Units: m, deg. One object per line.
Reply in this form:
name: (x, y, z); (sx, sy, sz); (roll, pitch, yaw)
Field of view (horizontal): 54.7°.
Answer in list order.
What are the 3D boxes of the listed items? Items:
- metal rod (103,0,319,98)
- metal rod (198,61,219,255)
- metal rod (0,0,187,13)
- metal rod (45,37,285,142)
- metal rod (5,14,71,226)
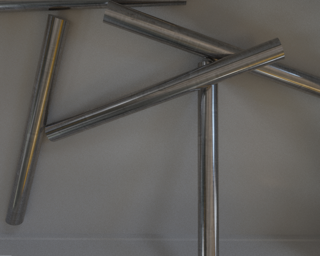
metal rod: (0.083, -0.087, 0.370); (0.302, 0.025, 0.025); (16, 109, -11)
metal rod: (0.058, 0.069, 0.374); (0.025, 0.025, 0.298); (1, 86, -1)
metal rod: (-0.121, -0.148, 0.355); (0.302, 0.025, 0.025); (-2, 110, 0)
metal rod: (-0.007, -0.040, 0.374); (0.301, 0.025, 0.025); (-19, 110, 15)
metal rod: (-0.166, 0.003, 0.410); (0.025, 0.025, 0.298); (18, 109, -7)
